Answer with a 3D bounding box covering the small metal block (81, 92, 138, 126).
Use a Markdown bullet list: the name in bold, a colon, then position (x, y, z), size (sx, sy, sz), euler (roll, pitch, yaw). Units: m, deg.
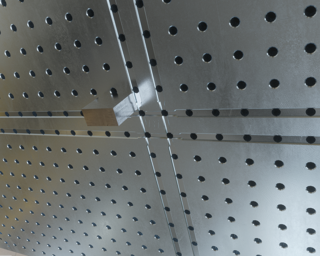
- **small metal block**: position (-0.066, -0.025, 0.413), size (0.050, 0.050, 0.025), euler (0, 118, 28)
